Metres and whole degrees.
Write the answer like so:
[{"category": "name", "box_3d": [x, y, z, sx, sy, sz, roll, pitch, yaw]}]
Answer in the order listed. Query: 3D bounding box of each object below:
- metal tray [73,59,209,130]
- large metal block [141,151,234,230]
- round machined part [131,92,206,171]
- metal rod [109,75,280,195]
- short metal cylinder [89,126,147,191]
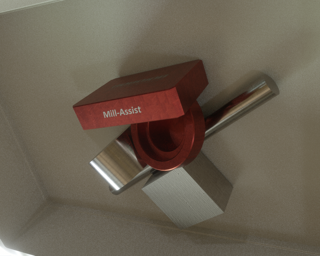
[{"category": "metal tray", "box_3d": [-0.021, -0.037, 0.350, 0.130, 0.090, 0.030, -7, 115, 30]}, {"category": "large metal block", "box_3d": [0.037, 0.081, 0.418, 0.080, 0.050, 0.080, 48, 129, -6]}, {"category": "round machined part", "box_3d": [0.014, -0.001, 0.369, 0.098, 0.042, 0.097, 4, 96, 42]}, {"category": "metal rod", "box_3d": [0.021, 0.026, 0.410, 0.025, 0.025, 0.299, 48, 128, -6]}, {"category": "short metal cylinder", "box_3d": [-0.049, 0.038, 0.419, 0.050, 0.080, 0.080, 48, 129, -5]}]
